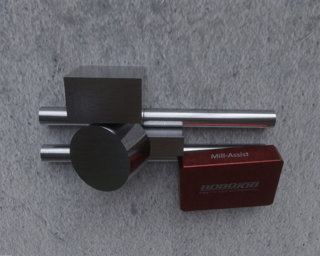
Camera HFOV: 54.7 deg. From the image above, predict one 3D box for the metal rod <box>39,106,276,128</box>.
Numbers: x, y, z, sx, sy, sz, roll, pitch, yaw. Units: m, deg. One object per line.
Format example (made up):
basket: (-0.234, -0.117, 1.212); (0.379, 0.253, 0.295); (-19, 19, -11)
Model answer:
metal rod: (-0.002, -0.014, 0.406); (0.302, 0.025, 0.025); (1, 110, -1)

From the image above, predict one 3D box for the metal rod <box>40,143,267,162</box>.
metal rod: (-0.007, 0.034, 0.424); (0.302, 0.025, 0.025); (0, 110, -1)

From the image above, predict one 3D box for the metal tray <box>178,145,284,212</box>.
metal tray: (0.091, 0.070, 0.420); (0.131, 0.030, 0.089); (-4, 128, -1)

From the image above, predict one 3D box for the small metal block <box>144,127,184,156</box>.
small metal block: (0.004, 0.014, 0.402); (0.050, 0.050, 0.025); (1, 110, -1)

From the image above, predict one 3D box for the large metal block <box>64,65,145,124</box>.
large metal block: (-0.060, -0.042, 0.366); (0.081, 0.080, 0.050); (1, 110, -1)

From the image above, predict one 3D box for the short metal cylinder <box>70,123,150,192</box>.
short metal cylinder: (-0.059, 0.028, 0.369); (0.080, 0.050, 0.079); (8, 110, 22)
